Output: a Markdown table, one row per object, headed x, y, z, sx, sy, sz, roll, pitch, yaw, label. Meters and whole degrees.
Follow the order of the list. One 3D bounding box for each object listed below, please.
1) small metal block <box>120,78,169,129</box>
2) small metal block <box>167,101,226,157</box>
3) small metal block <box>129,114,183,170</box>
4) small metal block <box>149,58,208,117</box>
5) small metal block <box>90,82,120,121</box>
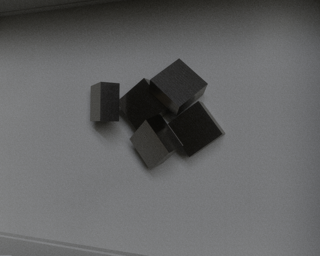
| x | y | z | sx | sy | sz | roll | pitch | yaw | label |
| --- | --- | --- | --- | --- | --- | --- | --- | --- | --- |
| -0.021 | -0.030 | 0.415 | 0.050 | 0.025 | 0.050 | -39 | 78 | 15 | small metal block |
| 0.046 | 0.001 | 0.392 | 0.050 | 0.025 | 0.050 | -37 | 79 | 16 | small metal block |
| -0.006 | 0.018 | 0.398 | 0.050 | 0.025 | 0.050 | 55 | 137 | 12 | small metal block |
| 0.022 | -0.051 | 0.388 | 0.050 | 0.025 | 0.050 | -40 | 75 | -21 | small metal block |
| -0.075 | -0.034 | 0.420 | 0.050 | 0.025 | 0.050 | 1 | 90 | 63 | small metal block |
